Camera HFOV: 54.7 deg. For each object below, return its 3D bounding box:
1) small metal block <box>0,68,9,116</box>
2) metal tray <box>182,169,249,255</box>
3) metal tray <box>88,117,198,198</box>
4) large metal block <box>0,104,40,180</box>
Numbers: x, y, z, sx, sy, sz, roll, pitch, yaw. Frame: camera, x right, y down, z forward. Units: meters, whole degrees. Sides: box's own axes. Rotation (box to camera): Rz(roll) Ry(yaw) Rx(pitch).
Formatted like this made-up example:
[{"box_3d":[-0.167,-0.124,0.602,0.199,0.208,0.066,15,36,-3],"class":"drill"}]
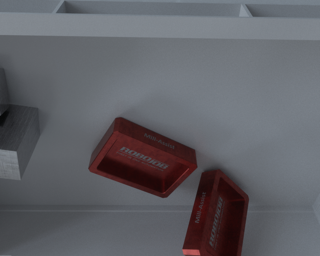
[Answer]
[{"box_3d":[-0.210,-0.044,0.362,0.050,0.025,0.050,4,118,-5],"class":"small metal block"},{"box_3d":[0.087,0.138,0.455,0.030,0.130,0.090,-20,128,43],"class":"metal tray"},{"box_3d":[-0.024,0.047,0.445,0.131,0.030,0.089,24,126,-20],"class":"metal tray"},{"box_3d":[-0.202,0.013,0.381,0.081,0.080,0.050,8,130,-7],"class":"large metal block"}]
